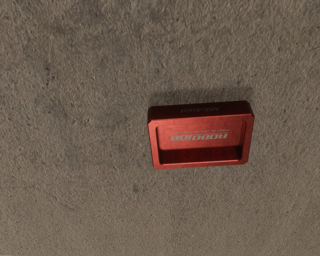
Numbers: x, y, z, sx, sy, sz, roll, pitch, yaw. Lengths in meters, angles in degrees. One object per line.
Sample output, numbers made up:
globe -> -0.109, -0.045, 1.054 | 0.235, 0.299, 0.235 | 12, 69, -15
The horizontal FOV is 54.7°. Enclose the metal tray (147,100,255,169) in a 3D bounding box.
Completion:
metal tray -> 0.053, 0.011, 0.414 | 0.131, 0.030, 0.089 | -4, 130, 2
